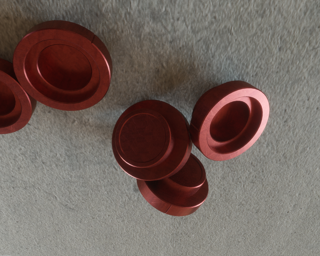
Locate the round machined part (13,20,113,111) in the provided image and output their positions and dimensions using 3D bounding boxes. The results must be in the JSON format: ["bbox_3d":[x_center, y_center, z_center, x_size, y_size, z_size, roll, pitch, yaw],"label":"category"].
[{"bbox_3d":[-0.101,-0.070,0.335,0.099,0.042,0.097,-1,130,0],"label":"round machined part"}]

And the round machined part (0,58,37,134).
[{"bbox_3d":[-0.193,-0.043,0.357,0.099,0.042,0.097,-1,130,0],"label":"round machined part"}]

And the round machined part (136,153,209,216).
[{"bbox_3d":[0.022,0.064,0.414,0.099,0.098,0.042,17,128,-15],"label":"round machined part"}]

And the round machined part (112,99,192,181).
[{"bbox_3d":[-0.014,0.013,0.369,0.098,0.098,0.042,-19,167,15],"label":"round machined part"}]

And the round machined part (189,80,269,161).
[{"bbox_3d":[0.078,-0.012,0.371,0.099,0.042,0.097,-15,126,-21],"label":"round machined part"}]
